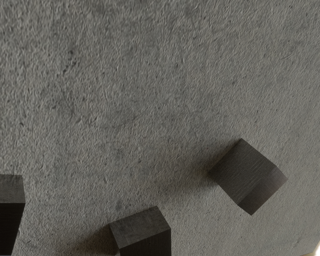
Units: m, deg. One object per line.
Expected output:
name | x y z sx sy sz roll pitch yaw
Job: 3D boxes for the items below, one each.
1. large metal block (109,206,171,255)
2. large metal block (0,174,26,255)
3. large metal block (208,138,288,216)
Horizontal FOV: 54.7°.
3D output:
large metal block | -0.030 0.180 0.486 0.081 0.050 0.079 -15 125 -20
large metal block | -0.201 0.097 0.341 0.081 0.050 0.079 9 114 -33
large metal block | 0.138 0.076 0.494 0.080 0.080 0.050 -46 129 4
